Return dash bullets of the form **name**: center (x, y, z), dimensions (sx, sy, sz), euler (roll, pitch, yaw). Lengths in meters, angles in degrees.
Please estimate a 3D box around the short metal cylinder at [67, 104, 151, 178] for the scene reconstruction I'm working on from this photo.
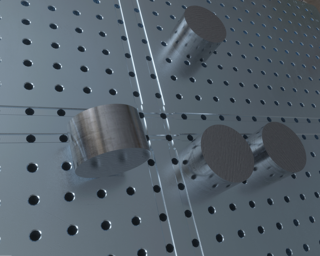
- **short metal cylinder**: center (-0.055, 0.016, 0.334), dimensions (0.081, 0.080, 0.050), euler (-4, 64, -31)

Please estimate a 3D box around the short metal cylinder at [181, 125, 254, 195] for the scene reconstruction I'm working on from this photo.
- **short metal cylinder**: center (0.076, 0.042, 0.409), dimensions (0.081, 0.050, 0.080), euler (14, 56, -21)

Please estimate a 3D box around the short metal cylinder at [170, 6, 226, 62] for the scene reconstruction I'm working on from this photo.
- **short metal cylinder**: center (0.065, -0.159, 0.526), dimensions (0.081, 0.050, 0.080), euler (14, 56, -21)

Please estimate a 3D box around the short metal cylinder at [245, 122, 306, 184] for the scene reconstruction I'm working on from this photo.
- **short metal cylinder**: center (0.168, 0.037, 0.462), dimensions (0.081, 0.050, 0.080), euler (14, 56, -21)
